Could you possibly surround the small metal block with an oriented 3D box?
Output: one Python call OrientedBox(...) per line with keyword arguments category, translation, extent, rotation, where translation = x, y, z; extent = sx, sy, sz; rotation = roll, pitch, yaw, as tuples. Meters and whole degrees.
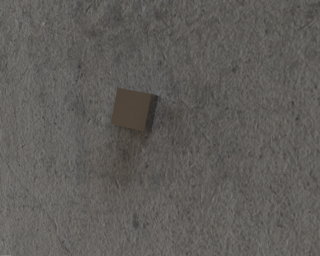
OrientedBox(category="small metal block", translation=(-0.035, -0.025, 0.422), extent=(0.050, 0.025, 0.050), rotation=(12, 94, 19))
